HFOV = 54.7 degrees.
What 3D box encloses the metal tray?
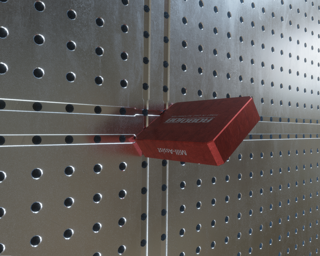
[{"bbox_3d":[0.042,0.001,0.378,0.090,0.130,0.030,-42,116,-32],"label":"metal tray"}]
